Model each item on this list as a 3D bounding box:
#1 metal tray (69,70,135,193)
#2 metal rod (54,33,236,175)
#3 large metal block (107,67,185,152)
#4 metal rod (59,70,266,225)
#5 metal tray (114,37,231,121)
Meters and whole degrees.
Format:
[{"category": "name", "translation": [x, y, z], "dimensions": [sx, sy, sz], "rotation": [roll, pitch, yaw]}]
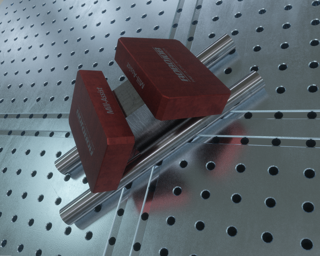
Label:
[{"category": "metal tray", "translation": [-0.077, 0.001, 0.377], "dimensions": [0.130, 0.030, 0.089], "rotation": [60, 140, 38]}, {"category": "metal rod", "translation": [-0.023, -0.032, 0.438], "dimensions": [0.300, 0.025, 0.025], "rotation": [-37, 51, 3]}, {"category": "large metal block", "translation": [-0.016, -0.021, 0.392], "dimensions": [0.080, 0.080, 0.050], "rotation": [-36, 51, 4]}, {"category": "metal rod", "translation": [0.000, 0.027, 0.391], "dimensions": [0.300, 0.025, 0.025], "rotation": [-36, 51, 4]}, {"category": "metal tray", "translation": [0.011, -0.064, 0.370], "dimensions": [0.091, 0.030, 0.130], "rotation": [-7, 44, -30]}]
